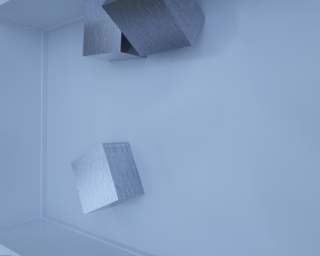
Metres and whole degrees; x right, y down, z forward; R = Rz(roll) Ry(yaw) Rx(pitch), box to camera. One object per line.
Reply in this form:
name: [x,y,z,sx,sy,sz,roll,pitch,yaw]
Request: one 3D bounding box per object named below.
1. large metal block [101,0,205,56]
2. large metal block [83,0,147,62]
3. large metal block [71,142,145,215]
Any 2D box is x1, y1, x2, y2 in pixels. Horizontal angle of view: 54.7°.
large metal block: [-0.006,-0.137,0.367,0.080,0.080,0.050,-1,54,40]
large metal block: [-0.064,-0.141,0.443,0.080,0.050,0.079,6,94,40]
large metal block: [-0.079,0.073,0.456,0.080,0.050,0.080,-30,71,36]
